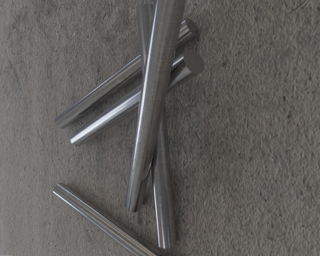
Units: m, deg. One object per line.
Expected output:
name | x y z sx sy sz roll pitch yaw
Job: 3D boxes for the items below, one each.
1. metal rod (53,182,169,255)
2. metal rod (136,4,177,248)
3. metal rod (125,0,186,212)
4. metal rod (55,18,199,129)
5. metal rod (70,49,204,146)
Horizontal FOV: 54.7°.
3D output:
metal rod | -0.068 0.150 0.461 0.300 0.025 0.025 20 103 38
metal rod | -0.003 0.001 0.388 0.025 0.025 0.298 -2 95 40
metal rod | -0.014 0.001 0.338 0.025 0.025 0.298 45 141 31
metal rod | -0.068 -0.066 0.461 0.299 0.025 0.025 -28 73 36
metal rod | -0.053 -0.021 0.405 0.299 0.025 0.025 -26 74 51
